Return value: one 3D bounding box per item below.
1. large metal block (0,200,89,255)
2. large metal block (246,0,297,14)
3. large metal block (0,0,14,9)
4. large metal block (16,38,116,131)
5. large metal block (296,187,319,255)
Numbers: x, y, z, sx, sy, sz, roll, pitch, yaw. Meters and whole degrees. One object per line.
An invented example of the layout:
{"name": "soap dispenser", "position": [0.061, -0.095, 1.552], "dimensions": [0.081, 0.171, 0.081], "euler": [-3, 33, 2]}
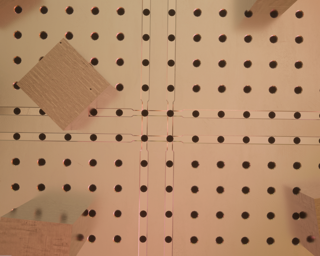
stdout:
{"name": "large metal block", "position": [-0.140, 0.128, 0.385], "dimensions": [0.080, 0.080, 0.050], "euler": [6, 90, 0]}
{"name": "large metal block", "position": [0.144, -0.197, 0.387], "dimensions": [0.050, 0.080, 0.080], "euler": [0, 90, 0]}
{"name": "large metal block", "position": [-0.229, -0.204, 0.399], "dimensions": [0.080, 0.050, 0.080], "euler": [-33, 90, 0]}
{"name": "large metal block", "position": [-0.117, -0.053, 0.400], "dimensions": [0.080, 0.050, 0.080], "euler": [-45, 90, 0]}
{"name": "large metal block", "position": [0.233, 0.120, 0.402], "dimensions": [0.080, 0.050, 0.080], "euler": [-8, 90, 0]}
